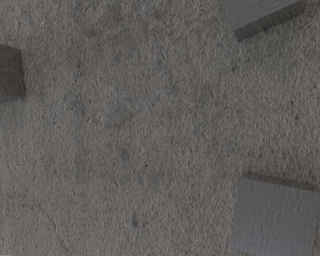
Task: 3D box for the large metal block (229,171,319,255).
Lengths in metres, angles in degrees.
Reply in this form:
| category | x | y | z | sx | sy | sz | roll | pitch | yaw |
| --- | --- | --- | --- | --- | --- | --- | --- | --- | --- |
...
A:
| category | x | y | z | sx | sy | sz | roll | pitch | yaw |
| --- | --- | --- | --- | --- | --- | --- | --- | --- | --- |
| large metal block | 0.128 | 0.099 | 0.350 | 0.080 | 0.050 | 0.079 | 9 | 93 | 19 |

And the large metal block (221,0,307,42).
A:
| category | x | y | z | sx | sy | sz | roll | pitch | yaw |
| --- | --- | --- | --- | --- | --- | --- | --- | --- | --- |
| large metal block | 0.111 | -0.158 | 0.356 | 0.080 | 0.050 | 0.080 | -21 | 83 | 18 |

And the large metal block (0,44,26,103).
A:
| category | x | y | z | sx | sy | sz | roll | pitch | yaw |
| --- | --- | --- | --- | --- | --- | --- | --- | --- | --- |
| large metal block | -0.267 | -0.082 | 0.490 | 0.080 | 0.050 | 0.080 | -9 | 87 | 19 |
